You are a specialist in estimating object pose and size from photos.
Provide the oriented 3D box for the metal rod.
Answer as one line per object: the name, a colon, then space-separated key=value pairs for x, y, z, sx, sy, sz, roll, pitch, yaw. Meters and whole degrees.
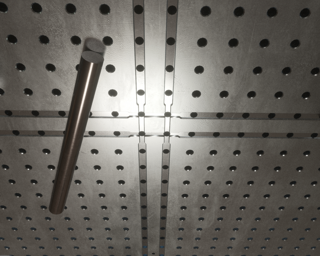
metal rod: x=-0.125 y=0.028 z=0.433 sx=0.025 sy=0.025 sz=0.298 roll=15 pitch=129 yaw=-13
